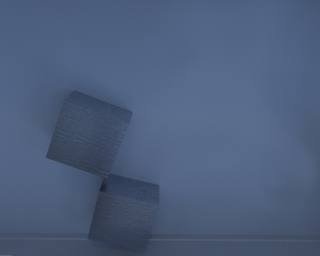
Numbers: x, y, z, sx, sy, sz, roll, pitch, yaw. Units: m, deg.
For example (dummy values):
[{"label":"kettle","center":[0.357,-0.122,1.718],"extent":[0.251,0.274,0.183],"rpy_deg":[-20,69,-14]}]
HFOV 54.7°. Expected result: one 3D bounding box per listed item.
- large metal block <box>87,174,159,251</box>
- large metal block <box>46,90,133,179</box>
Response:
[{"label":"large metal block","center":[-0.051,0.119,0.441],"extent":[0.080,0.050,0.079],"rpy_deg":[15,109,-6]},{"label":"large metal block","center":[-0.089,0.008,0.400],"extent":[0.080,0.050,0.079],"rpy_deg":[21,109,-8]}]
